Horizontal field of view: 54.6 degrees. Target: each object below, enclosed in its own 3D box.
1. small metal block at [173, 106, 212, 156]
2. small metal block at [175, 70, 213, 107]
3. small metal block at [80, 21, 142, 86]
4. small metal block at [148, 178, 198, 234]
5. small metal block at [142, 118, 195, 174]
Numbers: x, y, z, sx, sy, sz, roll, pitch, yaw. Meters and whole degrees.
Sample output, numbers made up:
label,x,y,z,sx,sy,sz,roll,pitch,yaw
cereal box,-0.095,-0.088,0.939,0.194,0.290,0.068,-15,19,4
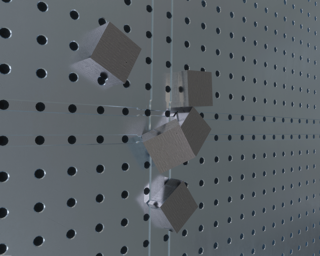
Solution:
label,x,y,z,sx,sy,sz,roll,pitch,yaw
small metal block,0.040,0.005,0.442,0.050,0.025,0.050,47,62,-30
small metal block,0.050,-0.056,0.449,0.050,0.025,0.050,-4,93,-40
small metal block,-0.056,-0.085,0.361,0.050,0.025,0.050,35,69,-34
small metal block,0.019,0.106,0.424,0.050,0.025,0.050,-43,116,-31
small metal block,0.011,0.023,0.401,0.050,0.025,0.050,-26,111,3
